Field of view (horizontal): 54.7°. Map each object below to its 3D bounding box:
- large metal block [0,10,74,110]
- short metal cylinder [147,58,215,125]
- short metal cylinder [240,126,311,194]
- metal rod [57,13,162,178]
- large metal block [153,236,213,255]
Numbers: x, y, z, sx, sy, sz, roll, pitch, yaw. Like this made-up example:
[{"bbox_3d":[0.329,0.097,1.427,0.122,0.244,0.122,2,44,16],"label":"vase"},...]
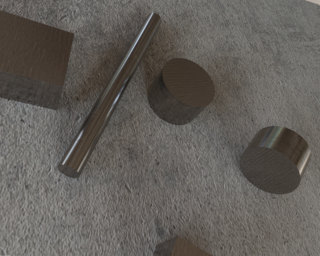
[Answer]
[{"bbox_3d":[-0.149,-0.075,0.353,0.081,0.050,0.080,13,56,-21],"label":"large metal block"},{"bbox_3d":[0.029,-0.051,0.434,0.081,0.050,0.080,14,56,-21],"label":"short metal cylinder"},{"bbox_3d":[0.158,0.044,0.427,0.080,0.080,0.050,44,51,2],"label":"short metal cylinder"},{"bbox_3d":[-0.053,-0.066,0.415,0.025,0.025,0.300,29,52,-10],"label":"metal rod"},{"bbox_3d":[0.027,0.166,0.301,0.080,0.050,0.080,32,52,-8],"label":"large metal block"}]
